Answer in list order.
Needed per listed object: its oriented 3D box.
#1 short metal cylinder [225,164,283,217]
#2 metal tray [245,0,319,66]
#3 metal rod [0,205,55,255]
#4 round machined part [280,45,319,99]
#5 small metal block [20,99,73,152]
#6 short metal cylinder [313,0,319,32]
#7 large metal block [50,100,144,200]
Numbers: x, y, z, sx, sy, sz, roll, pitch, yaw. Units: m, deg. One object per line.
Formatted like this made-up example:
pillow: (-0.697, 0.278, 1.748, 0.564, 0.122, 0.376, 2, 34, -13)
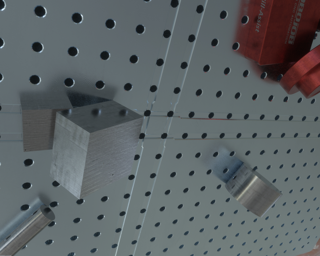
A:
short metal cylinder: (0.158, 0.105, 0.526, 0.080, 0.080, 0.050, 30, 101, -38)
metal tray: (0.168, -0.152, 0.405, 0.091, 0.030, 0.129, -10, 123, -23)
metal rod: (-0.256, 0.209, 0.400, 0.300, 0.025, 0.025, -42, 129, 0)
round machined part: (0.227, -0.079, 0.446, 0.098, 0.042, 0.098, -30, 161, -11)
small metal block: (-0.124, -0.004, 0.341, 0.050, 0.025, 0.050, -4, 120, -26)
short metal cylinder: (0.251, -0.168, 0.427, 0.081, 0.050, 0.079, -14, 124, -21)
large metal block: (-0.071, 0.020, 0.349, 0.081, 0.050, 0.079, -20, 132, -51)
